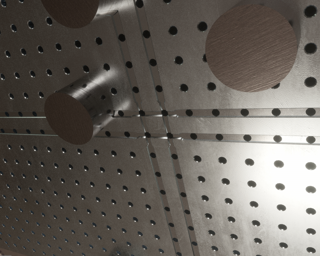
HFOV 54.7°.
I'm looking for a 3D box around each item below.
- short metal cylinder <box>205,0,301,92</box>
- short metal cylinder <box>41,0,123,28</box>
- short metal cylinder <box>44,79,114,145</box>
[{"bbox_3d":[0.090,-0.081,0.297,0.080,0.050,0.079,13,124,20],"label":"short metal cylinder"},{"bbox_3d":[-0.087,-0.157,0.342,0.080,0.050,0.079,13,124,20],"label":"short metal cylinder"},{"bbox_3d":[-0.114,-0.023,0.439,0.080,0.050,0.079,13,124,20],"label":"short metal cylinder"}]
